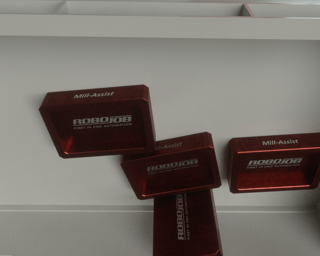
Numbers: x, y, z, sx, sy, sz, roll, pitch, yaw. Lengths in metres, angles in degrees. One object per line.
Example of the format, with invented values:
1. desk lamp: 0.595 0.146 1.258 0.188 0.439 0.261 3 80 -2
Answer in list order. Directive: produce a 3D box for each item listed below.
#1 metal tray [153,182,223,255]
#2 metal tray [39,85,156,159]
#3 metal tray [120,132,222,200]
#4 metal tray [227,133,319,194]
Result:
1. metal tray: 0.038 0.137 0.457 0.090 0.130 0.030 -15 129 12
2. metal tray: -0.075 -0.006 0.399 0.131 0.030 0.089 -4 130 3
3. metal tray: 0.018 0.059 0.455 0.131 0.030 0.090 -11 129 9
4. metal tray: 0.168 0.053 0.452 0.131 0.030 0.089 -4 130 3
